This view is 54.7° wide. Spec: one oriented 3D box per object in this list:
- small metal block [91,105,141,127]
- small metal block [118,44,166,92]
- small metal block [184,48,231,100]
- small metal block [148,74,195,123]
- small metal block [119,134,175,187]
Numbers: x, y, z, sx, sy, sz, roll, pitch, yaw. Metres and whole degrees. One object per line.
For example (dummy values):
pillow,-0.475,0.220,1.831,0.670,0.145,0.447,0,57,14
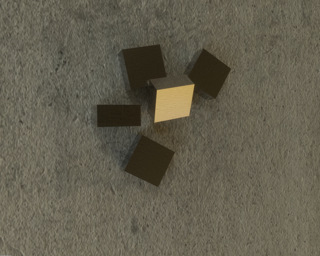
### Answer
small metal block,-0.055,-0.014,0.375,0.050,0.050,0.025,-1,91,-20
small metal block,-0.022,-0.077,0.400,0.050,0.025,0.050,-14,95,-20
small metal block,0.063,-0.074,0.432,0.050,0.025,0.050,31,80,-18
small metal block,0.013,-0.038,0.400,0.050,0.025,0.050,-12,133,-20
small metal block,-0.017,0.042,0.403,0.050,0.025,0.050,29,80,-18
